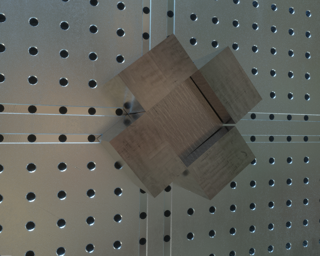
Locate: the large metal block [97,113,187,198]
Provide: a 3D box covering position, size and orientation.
[{"bbox_3d":[-0.025,0.030,0.374,0.050,0.080,0.080,-41,103,-15],"label":"large metal block"}]

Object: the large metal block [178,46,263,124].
[{"bbox_3d":[0.073,-0.052,0.410,0.050,0.080,0.080,-41,103,-16],"label":"large metal block"}]

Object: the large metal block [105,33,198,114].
[{"bbox_3d":[-0.014,-0.062,0.378,0.080,0.080,0.050,-40,103,-15],"label":"large metal block"}]

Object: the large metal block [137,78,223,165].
[{"bbox_3d":[0.020,-0.011,0.405,0.080,0.050,0.080,-40,101,-14],"label":"large metal block"}]

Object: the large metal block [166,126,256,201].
[{"bbox_3d":[0.061,0.041,0.407,0.080,0.080,0.050,-39,103,-16],"label":"large metal block"}]
